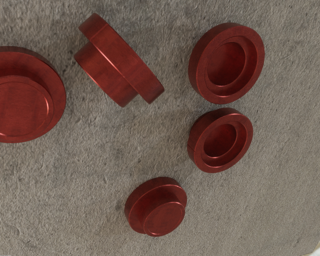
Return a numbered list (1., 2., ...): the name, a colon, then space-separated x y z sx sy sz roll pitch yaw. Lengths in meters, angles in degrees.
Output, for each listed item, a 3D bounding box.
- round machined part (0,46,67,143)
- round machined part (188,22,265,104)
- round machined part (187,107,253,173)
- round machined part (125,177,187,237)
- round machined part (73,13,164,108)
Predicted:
1. round machined part: -0.142 -0.026 0.302 0.099 0.042 0.097 -14 124 -21
2. round machined part: 0.078 -0.082 0.387 0.099 0.042 0.097 -14 124 -21
3. round machined part: 0.082 0.014 0.449 0.099 0.042 0.097 -14 124 -21
4. round machined part: -0.001 0.126 0.473 0.099 0.042 0.097 -14 124 -21
5. round machined part: -0.044 -0.058 0.299 0.042 0.098 0.098 -43 129 1
